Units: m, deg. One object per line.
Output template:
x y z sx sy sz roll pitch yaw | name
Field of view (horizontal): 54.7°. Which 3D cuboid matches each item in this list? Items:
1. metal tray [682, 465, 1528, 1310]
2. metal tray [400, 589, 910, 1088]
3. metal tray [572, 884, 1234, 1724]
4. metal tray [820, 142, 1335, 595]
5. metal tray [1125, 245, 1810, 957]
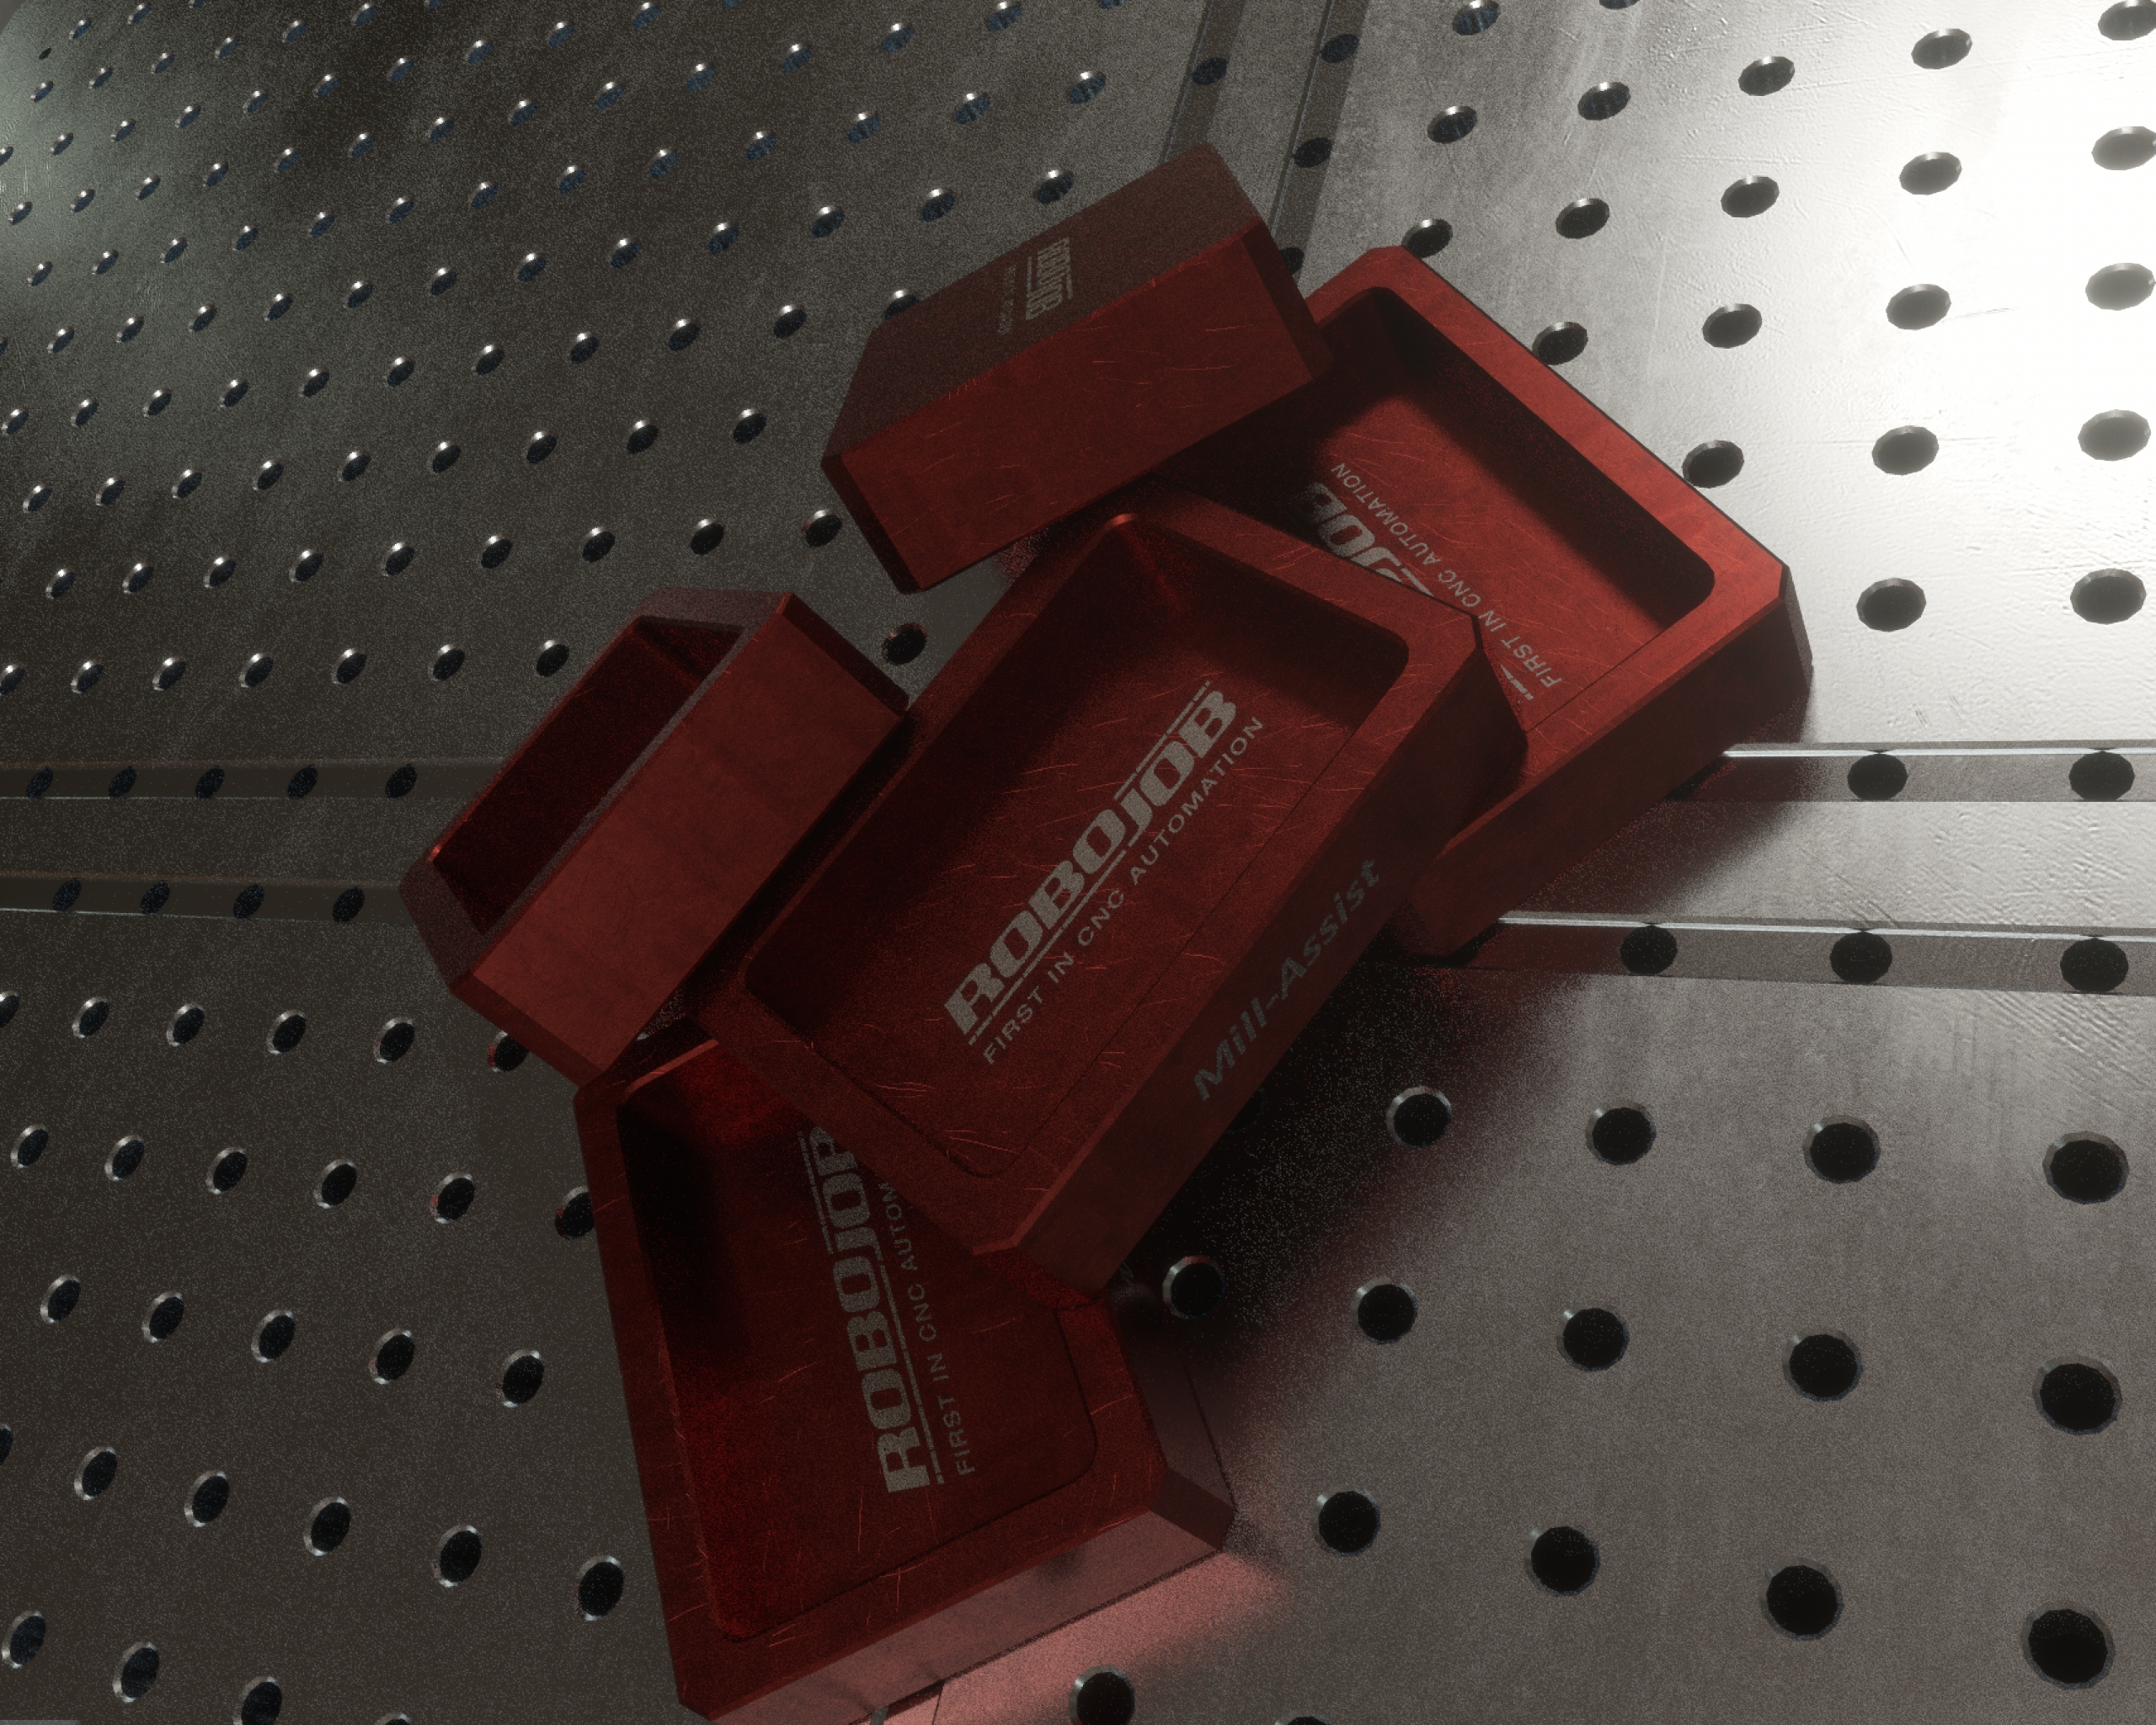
0.003 0.000 0.364 0.090 0.030 0.130 32 79 37 | metal tray
-0.090 -0.012 0.418 0.090 0.030 0.130 -51 22 -8 | metal tray
-0.037 0.076 0.376 0.090 0.030 0.130 -29 52 9 | metal tray
-0.001 -0.106 0.431 0.090 0.030 0.130 -27 23 11 | metal tray
0.064 -0.055 0.404 0.090 0.030 0.130 -37 51 3 | metal tray
